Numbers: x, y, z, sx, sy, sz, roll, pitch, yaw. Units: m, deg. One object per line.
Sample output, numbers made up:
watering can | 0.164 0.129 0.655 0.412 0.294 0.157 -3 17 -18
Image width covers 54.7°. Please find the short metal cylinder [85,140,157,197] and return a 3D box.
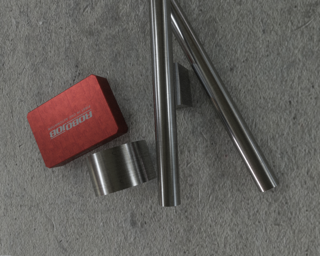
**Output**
short metal cylinder | -0.050 0.051 0.396 0.080 0.080 0.050 -19 84 18

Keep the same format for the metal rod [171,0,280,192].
metal rod | 0.062 -0.062 0.386 0.025 0.025 0.299 -30 81 17

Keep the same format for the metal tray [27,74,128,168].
metal tray | -0.121 -0.008 0.448 0.130 0.030 0.090 -27 82 17

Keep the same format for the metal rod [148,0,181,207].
metal rod | 0.004 -0.063 0.353 0.025 0.025 0.298 -3 89 19

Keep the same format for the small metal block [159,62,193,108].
small metal block | 0.020 -0.051 0.388 0.025 0.050 0.050 -8 88 19
